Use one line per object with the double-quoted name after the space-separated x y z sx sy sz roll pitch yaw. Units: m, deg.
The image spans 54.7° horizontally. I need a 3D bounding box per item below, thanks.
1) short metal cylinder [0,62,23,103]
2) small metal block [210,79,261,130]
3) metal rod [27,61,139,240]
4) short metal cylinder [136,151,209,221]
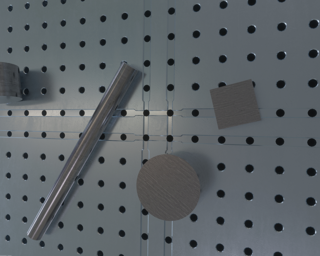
-0.257 -0.067 0.474 0.080 0.080 0.050 -7 88 20 "short metal cylinder"
0.093 -0.028 0.380 0.050 0.025 0.050 -13 86 19 "small metal block"
-0.117 0.040 0.453 0.025 0.025 0.299 35 101 16 "metal rod"
0.017 0.071 0.393 0.080 0.050 0.080 0 90 20 "short metal cylinder"
